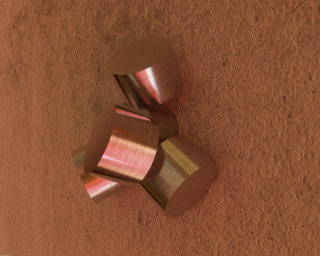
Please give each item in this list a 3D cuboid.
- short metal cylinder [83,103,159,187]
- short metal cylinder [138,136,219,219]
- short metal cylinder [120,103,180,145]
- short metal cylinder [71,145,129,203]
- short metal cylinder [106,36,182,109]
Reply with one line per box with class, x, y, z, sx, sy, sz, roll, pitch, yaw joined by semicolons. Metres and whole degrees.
short metal cylinder;-0.044;0.019;0.339;0.080;0.050;0.080;-45;33;41
short metal cylinder;0.020;0.056;0.354;0.050;0.081;0.080;42;115;32
short metal cylinder;-0.022;0.006;0.408;0.080;0.050;0.080;0;89;39
short metal cylinder;-0.082;0.058;0.431;0.080;0.050;0.080;61;169;22
short metal cylinder;-0.018;-0.069;0.378;0.080;0.080;0.050;18;145;38
